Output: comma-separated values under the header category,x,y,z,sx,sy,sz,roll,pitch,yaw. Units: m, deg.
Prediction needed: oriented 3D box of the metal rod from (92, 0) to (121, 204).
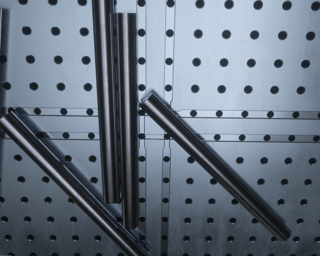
category,x,y,z,sx,sy,sz,roll,pitch,yaw
metal rod,-0.068,-0.036,0.399,0.025,0.025,0.298,1,110,-1

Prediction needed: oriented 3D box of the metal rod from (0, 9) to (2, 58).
category,x,y,z,sx,sy,sz,roll,pitch,yaw
metal rod,-0.229,-0.004,0.408,0.025,0.025,0.298,11,110,-5

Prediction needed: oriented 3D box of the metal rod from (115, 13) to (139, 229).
category,x,y,z,sx,sy,sz,roll,pitch,yaw
metal rod,-0.042,0.005,0.414,0.025,0.025,0.298,1,110,-1

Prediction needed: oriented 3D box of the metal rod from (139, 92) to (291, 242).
category,x,y,z,sx,sy,sz,roll,pitch,yaw
metal rod,0.086,0.063,0.437,0.025,0.025,0.300,-42,105,14

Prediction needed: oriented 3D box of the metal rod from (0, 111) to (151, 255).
category,x,y,z,sx,sy,sz,roll,pitch,yaw
metal rod,-0.114,0.098,0.447,0.025,0.025,0.300,-35,107,12
